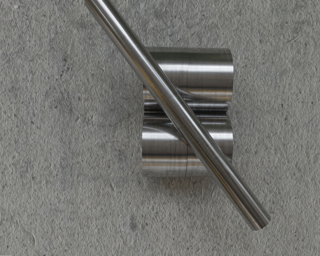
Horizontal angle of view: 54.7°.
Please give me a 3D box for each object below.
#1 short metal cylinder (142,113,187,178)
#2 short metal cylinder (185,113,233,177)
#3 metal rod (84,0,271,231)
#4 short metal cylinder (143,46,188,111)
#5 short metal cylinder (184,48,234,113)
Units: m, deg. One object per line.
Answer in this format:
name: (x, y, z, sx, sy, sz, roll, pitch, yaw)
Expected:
short metal cylinder: (0.005, 0.021, 0.384, 0.050, 0.080, 0.079, 1, 90, 0)
short metal cylinder: (0.056, 0.021, 0.384, 0.050, 0.080, 0.079, 1, 90, 0)
metal rod: (0.019, -0.018, 0.331, 0.025, 0.025, 0.299, -37, 90, 0)
short metal cylinder: (0.006, -0.060, 0.384, 0.050, 0.080, 0.079, 1, 90, 0)
short metal cylinder: (0.057, -0.059, 0.384, 0.050, 0.080, 0.079, 1, 90, 0)
